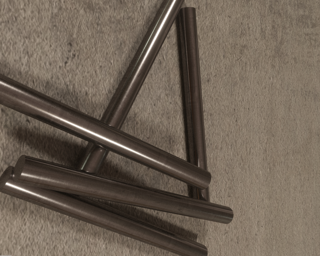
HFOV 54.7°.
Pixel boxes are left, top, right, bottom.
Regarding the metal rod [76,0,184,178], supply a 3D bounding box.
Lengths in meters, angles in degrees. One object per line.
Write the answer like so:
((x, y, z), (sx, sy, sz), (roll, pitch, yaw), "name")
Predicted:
((-0.025, -0.076, 0.385), (0.025, 0.025, 0.300), (38, 67, -34), "metal rod")

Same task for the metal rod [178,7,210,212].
((0.050, -0.019, 0.449), (0.025, 0.025, 0.298), (-9, 96, -40), "metal rod")

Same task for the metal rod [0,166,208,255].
((-0.042, 0.116, 0.371), (0.301, 0.025, 0.025), (34, 69, -35), "metal rod")

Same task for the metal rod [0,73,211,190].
((-0.063, 0.005, 0.322), (0.301, 0.025, 0.025), (27, 73, -27), "metal rod")

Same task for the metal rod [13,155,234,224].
((-0.013, 0.082, 0.363), (0.302, 0.025, 0.025), (23, 76, -37), "metal rod")
